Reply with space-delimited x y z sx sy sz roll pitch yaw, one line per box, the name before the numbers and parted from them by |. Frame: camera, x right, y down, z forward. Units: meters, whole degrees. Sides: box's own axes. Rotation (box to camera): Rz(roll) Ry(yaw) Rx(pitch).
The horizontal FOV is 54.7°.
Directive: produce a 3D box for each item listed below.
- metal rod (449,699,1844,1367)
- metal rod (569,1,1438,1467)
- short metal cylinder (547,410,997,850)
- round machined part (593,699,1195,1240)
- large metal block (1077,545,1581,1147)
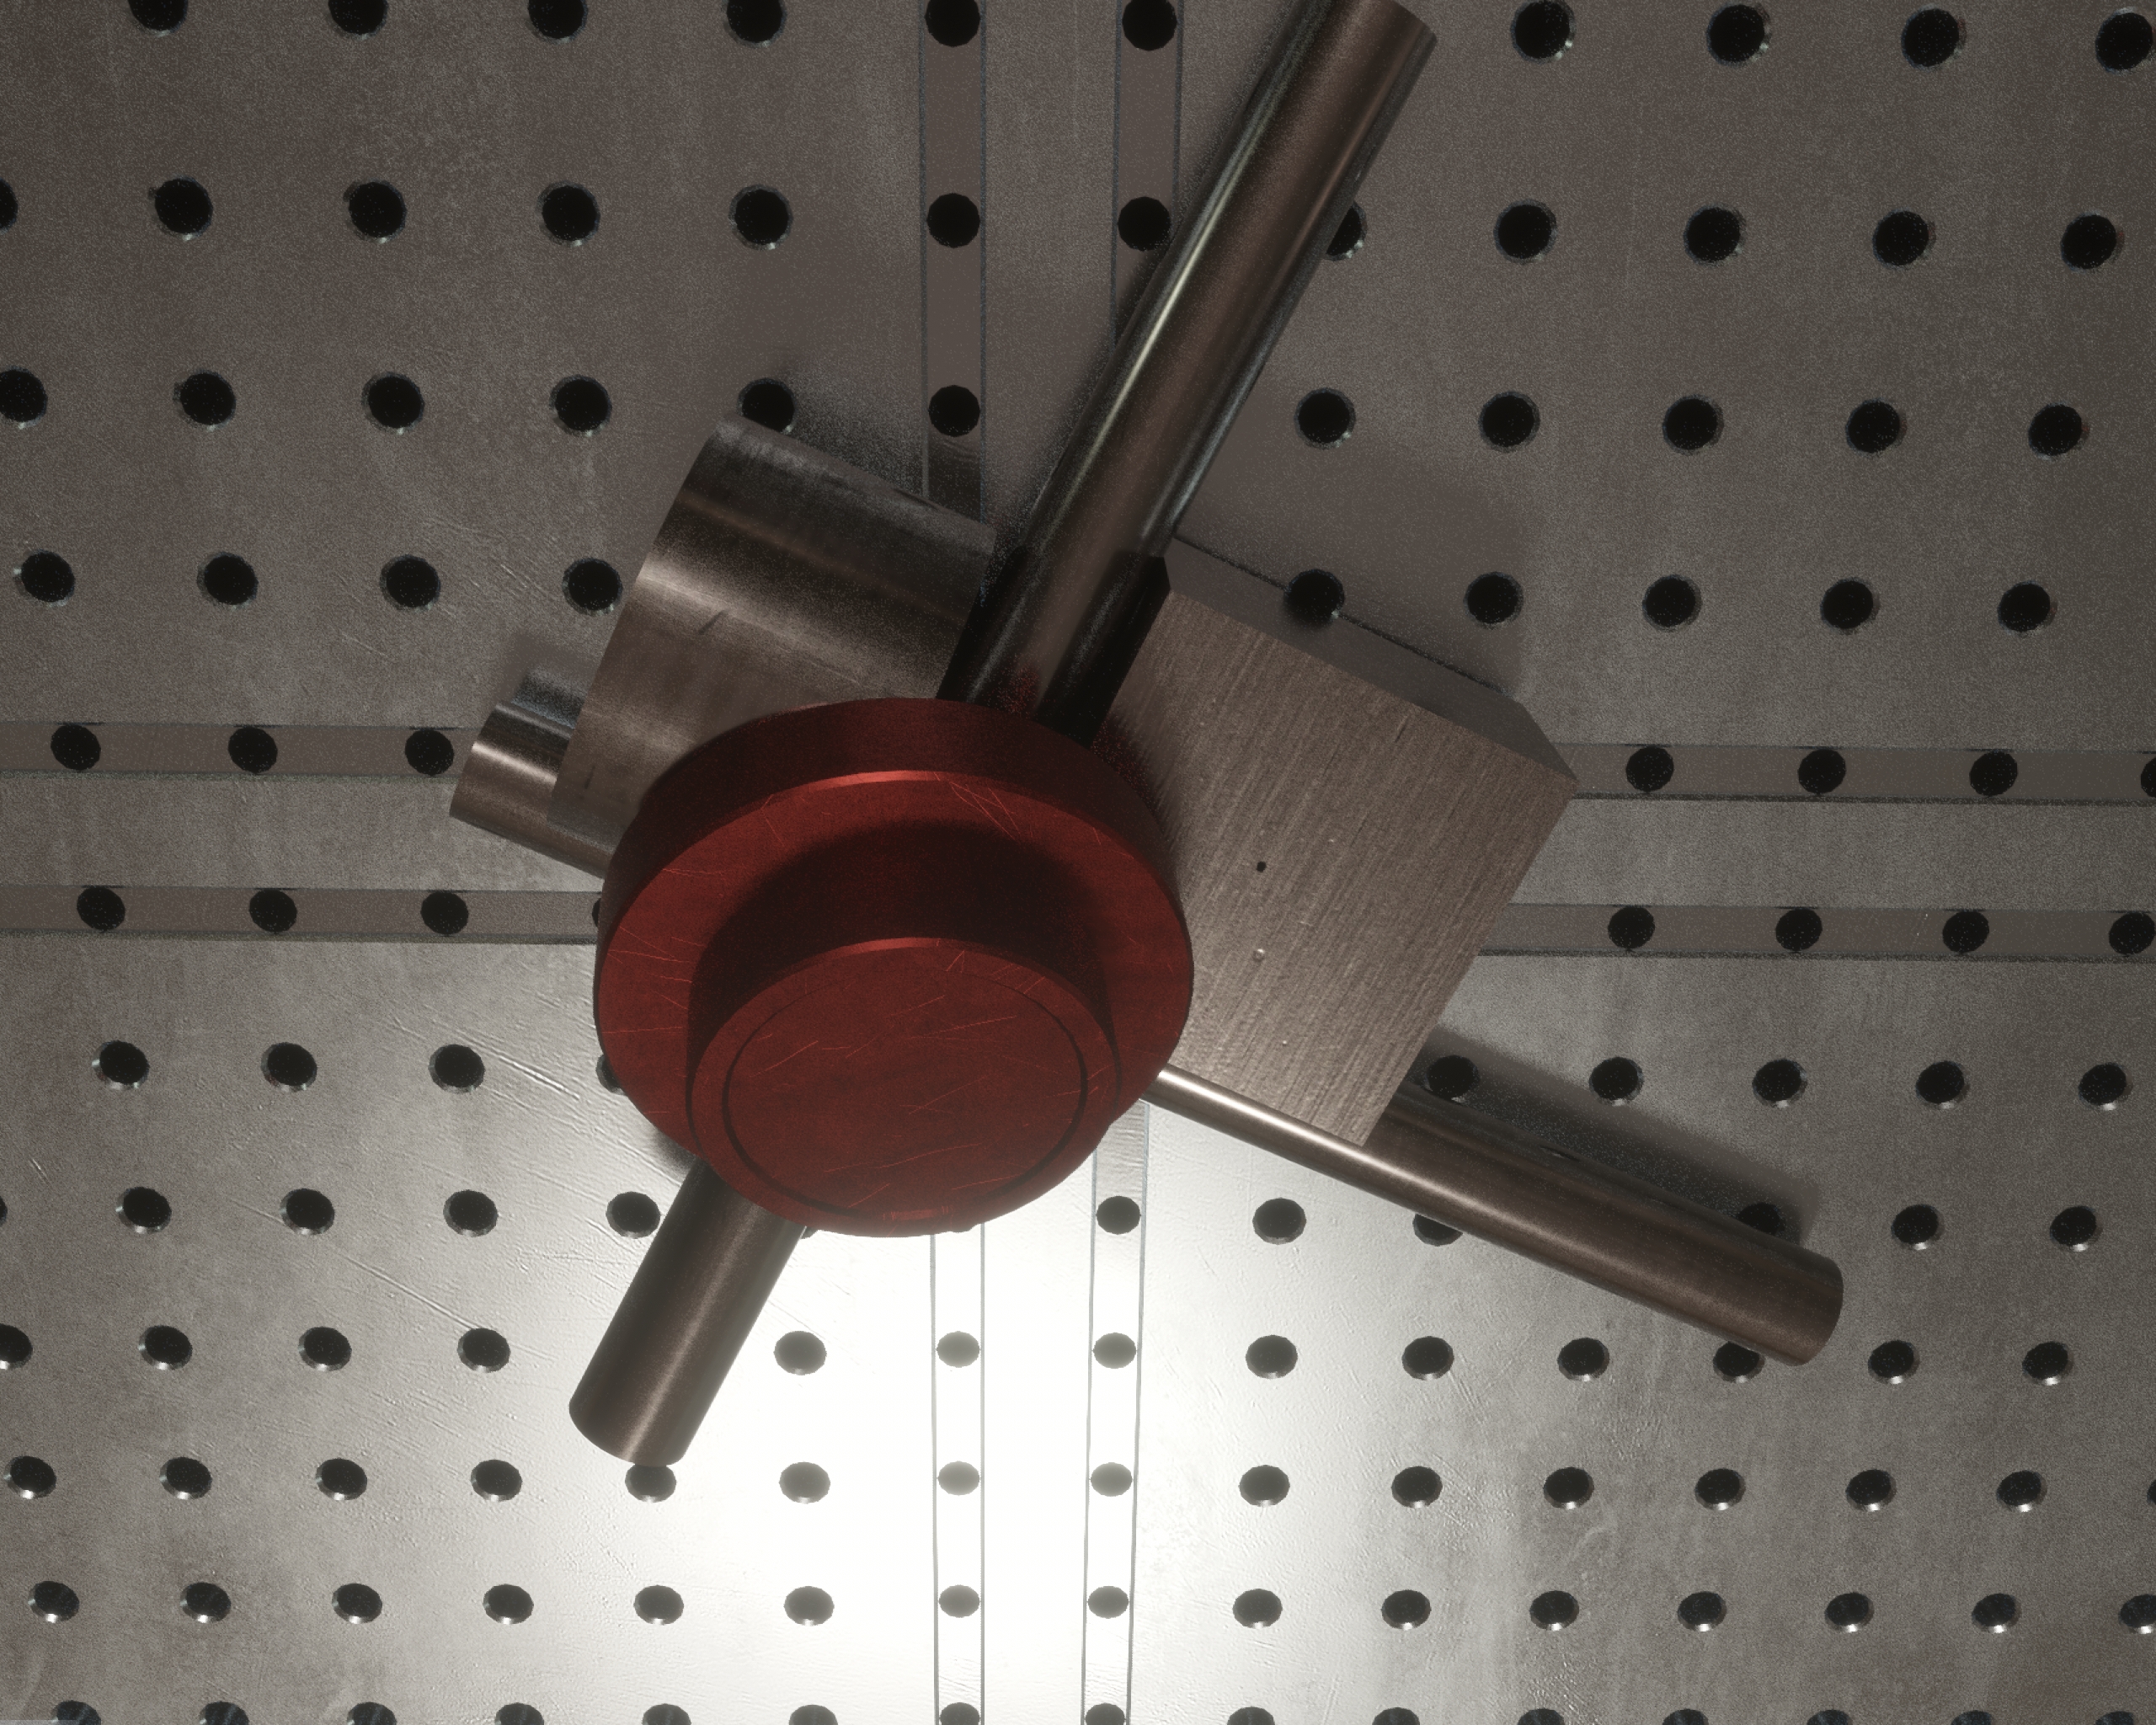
metal rod | 0.021 0.038 0.427 0.302 0.025 0.025 23 108 -9
metal rod | -0.019 -0.018 0.386 0.025 0.025 0.298 27 100 -10
short metal cylinder | -0.054 -0.033 0.371 0.050 0.080 0.080 24 108 -9
round machined part | -0.029 0.024 0.343 0.099 0.042 0.097 -5 130 -5
large metal block | 0.034 -0.005 0.395 0.080 0.050 0.080 24 108 -9
